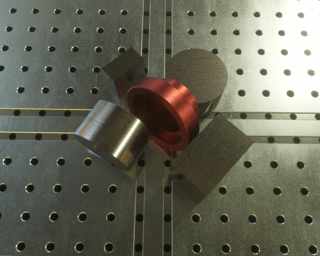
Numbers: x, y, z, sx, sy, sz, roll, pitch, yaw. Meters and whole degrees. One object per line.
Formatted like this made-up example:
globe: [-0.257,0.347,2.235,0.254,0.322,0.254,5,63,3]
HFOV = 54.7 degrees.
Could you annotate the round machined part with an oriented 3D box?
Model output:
round machined part: [0.009,-0.022,0.381,0.098,0.098,0.042,39,62,12]

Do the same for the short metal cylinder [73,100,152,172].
short metal cylinder: [-0.057,0.010,0.378,0.080,0.080,0.050,29,73,10]

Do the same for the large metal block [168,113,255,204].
large metal block: [0.057,0.040,0.369,0.050,0.080,0.080,42,75,13]

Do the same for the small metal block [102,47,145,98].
small metal block: [-0.048,-0.075,0.425,0.050,0.050,0.025,-40,75,-13]

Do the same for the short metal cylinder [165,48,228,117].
short metal cylinder: [0.047,-0.060,0.420,0.081,0.050,0.080,0,70,0]
